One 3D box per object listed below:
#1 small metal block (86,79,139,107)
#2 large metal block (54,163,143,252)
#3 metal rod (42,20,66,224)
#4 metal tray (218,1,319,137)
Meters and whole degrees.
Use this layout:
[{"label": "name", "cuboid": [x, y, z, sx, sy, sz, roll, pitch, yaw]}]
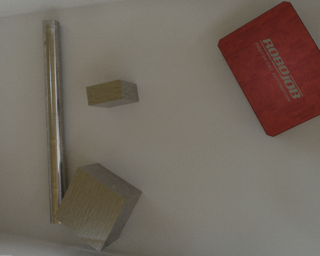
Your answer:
[{"label": "small metal block", "cuboid": [-0.063, -0.045, 0.418, 0.050, 0.050, 0.025, -9, 87, 19]}, {"label": "large metal block", "cuboid": [-0.084, 0.105, 0.426, 0.080, 0.050, 0.080, 30, 100, 17]}, {"label": "metal rod", "cuboid": [-0.157, -0.010, 0.464, 0.025, 0.025, 0.298, -3, 89, 19]}, {"label": "metal tray", "cuboid": [0.137, -0.066, 0.359, 0.090, 0.030, 0.130, -29, 81, 17]}]
